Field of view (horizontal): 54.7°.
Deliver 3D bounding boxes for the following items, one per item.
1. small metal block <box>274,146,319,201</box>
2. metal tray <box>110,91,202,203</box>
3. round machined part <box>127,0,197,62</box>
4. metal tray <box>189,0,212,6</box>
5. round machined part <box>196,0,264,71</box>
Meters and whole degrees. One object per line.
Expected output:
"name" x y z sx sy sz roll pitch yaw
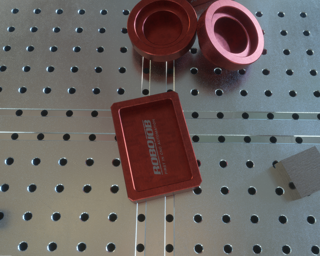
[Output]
"small metal block" 0.183 0.057 0.392 0.050 0.025 0.050 -21 72 -8
"metal tray" -0.007 0.023 0.400 0.091 0.030 0.130 -12 70 -5
"round machined part" 0.004 -0.140 0.449 0.099 0.042 0.098 -1 76 5
"metal tray" 0.053 -0.244 0.498 0.131 0.030 0.090 -22 72 -8
"round machined part" 0.094 -0.126 0.437 0.099 0.042 0.098 7 73 -23
